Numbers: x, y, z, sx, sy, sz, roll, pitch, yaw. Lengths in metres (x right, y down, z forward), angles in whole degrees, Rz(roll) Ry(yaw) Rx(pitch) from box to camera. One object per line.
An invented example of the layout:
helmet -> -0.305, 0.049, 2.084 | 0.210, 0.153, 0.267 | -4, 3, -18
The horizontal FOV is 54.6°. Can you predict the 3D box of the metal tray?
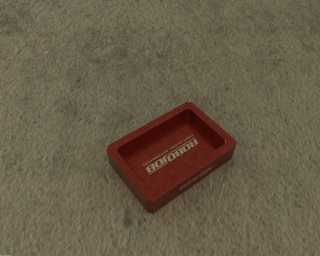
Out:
metal tray -> 0.014, 0.029, 0.375 | 0.131, 0.030, 0.090 | -30, 56, -23
